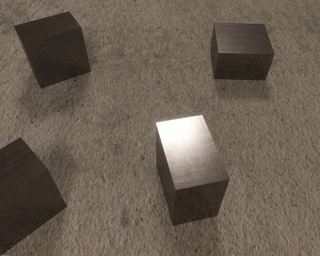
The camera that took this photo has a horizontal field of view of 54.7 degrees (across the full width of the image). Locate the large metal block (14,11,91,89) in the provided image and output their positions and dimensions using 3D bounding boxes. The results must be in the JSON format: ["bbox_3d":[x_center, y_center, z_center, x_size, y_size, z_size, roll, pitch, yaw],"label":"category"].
[{"bbox_3d":[-0.157,-0.116,0.463,0.081,0.080,0.050,-24,54,-19],"label":"large metal block"}]

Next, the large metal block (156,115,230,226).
[{"bbox_3d":[0.029,0.046,0.330,0.050,0.080,0.080,-10,51,-8],"label":"large metal block"}]

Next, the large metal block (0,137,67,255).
[{"bbox_3d":[-0.150,0.069,0.307,0.080,0.080,0.050,-36,59,-26],"label":"large metal block"}]

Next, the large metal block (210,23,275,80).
[{"bbox_3d":[0.126,-0.122,0.491,0.081,0.050,0.080,2,50,1],"label":"large metal block"}]
